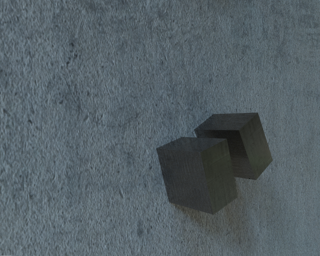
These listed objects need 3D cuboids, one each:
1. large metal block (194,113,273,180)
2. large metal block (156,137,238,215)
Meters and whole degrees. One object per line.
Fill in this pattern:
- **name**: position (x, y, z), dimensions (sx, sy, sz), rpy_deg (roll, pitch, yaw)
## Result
- **large metal block**: position (0.109, 0.025, 0.460), dimensions (0.050, 0.080, 0.080), rpy_deg (-37, 113, -34)
- **large metal block**: position (0.048, 0.058, 0.409), dimensions (0.050, 0.080, 0.080), rpy_deg (-22, 104, -38)
